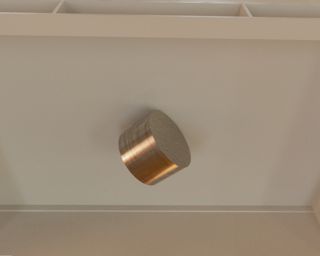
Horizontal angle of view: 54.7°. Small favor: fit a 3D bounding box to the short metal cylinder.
[{"bbox_3d":[-0.006,0.025,0.391,0.050,0.080,0.080,-34,123,25],"label":"short metal cylinder"}]
